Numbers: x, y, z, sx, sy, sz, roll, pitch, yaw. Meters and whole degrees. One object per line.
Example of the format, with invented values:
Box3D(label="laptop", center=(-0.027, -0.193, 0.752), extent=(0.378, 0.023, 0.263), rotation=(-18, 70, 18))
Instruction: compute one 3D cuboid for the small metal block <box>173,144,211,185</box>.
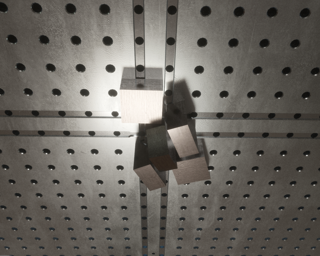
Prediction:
Box3D(label="small metal block", center=(0.045, 0.055, 0.460), extent=(0.050, 0.025, 0.050), rotation=(-13, 129, 10))

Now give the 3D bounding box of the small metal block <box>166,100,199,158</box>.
Box3D(label="small metal block", center=(0.029, 0.001, 0.397), extent=(0.025, 0.050, 0.050), rotation=(-16, 129, 12))

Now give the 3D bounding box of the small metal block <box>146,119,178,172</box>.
Box3D(label="small metal block", center=(0.003, 0.024, 0.407), extent=(0.025, 0.050, 0.050), rotation=(-13, 150, 10))

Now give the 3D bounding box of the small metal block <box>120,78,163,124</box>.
Box3D(label="small metal block", center=(-0.022, -0.033, 0.384), extent=(0.050, 0.025, 0.050), rotation=(1, 130, -2))

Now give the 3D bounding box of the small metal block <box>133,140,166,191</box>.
Box3D(label="small metal block", center=(-0.014, 0.052, 0.440), extent=(0.025, 0.050, 0.050), rotation=(-20, 128, 16))
